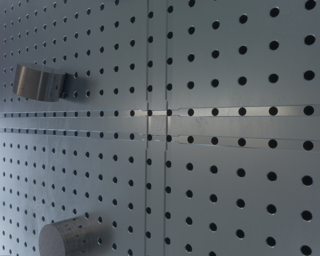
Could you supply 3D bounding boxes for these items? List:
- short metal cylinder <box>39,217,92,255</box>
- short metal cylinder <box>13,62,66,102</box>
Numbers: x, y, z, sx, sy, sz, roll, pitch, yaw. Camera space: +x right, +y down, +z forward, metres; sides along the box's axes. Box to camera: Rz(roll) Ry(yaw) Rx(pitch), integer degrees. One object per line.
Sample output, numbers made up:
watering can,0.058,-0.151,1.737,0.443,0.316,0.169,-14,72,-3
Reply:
short metal cylinder,-0.162,0.198,0.527,0.080,0.050,0.079,0,90,40
short metal cylinder,-0.214,-0.082,0.550,0.080,0.081,0.050,25,106,37
